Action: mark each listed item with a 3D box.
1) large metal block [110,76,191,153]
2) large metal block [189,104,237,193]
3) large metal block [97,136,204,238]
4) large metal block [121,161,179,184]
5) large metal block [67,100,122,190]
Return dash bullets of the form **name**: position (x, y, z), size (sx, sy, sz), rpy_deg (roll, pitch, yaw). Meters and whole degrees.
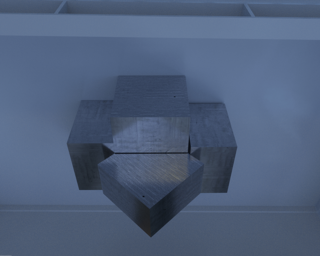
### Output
- **large metal block**: position (-0.010, -0.018, 0.356), size (0.081, 0.080, 0.050), rpy_deg (0, 130, 0)
- **large metal block**: position (0.058, 0.025, 0.390), size (0.050, 0.080, 0.079), rpy_deg (0, 130, -1)
- **large metal block**: position (-0.009, 0.057, 0.346), size (0.081, 0.080, 0.050), rpy_deg (-33, 140, -33)
- **large metal block**: position (-0.009, 0.059, 0.421), size (0.081, 0.080, 0.050), rpy_deg (0, 130, 0)
- **large metal block**: position (-0.075, 0.021, 0.389), size (0.050, 0.080, 0.079), rpy_deg (0, 130, 0)
